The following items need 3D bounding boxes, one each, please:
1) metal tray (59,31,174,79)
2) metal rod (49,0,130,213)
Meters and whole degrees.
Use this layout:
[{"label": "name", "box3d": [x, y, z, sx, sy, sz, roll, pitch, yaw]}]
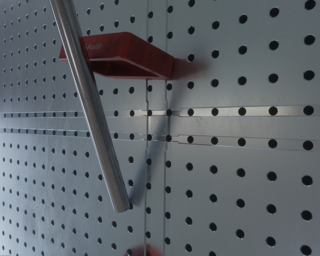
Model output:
[{"label": "metal tray", "box3d": [-0.059, -0.092, 0.413, 0.130, 0.091, 0.030, 9, 87, 39]}, {"label": "metal rod", "box3d": [-0.083, -0.016, 0.396, 0.025, 0.025, 0.298, 11, 123, 39]}]
